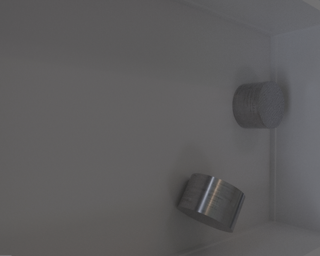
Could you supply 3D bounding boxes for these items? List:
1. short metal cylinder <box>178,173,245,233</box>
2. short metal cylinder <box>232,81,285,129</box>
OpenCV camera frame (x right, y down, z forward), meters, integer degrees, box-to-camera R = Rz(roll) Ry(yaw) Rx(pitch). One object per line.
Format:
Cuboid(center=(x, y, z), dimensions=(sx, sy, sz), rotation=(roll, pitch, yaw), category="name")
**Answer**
Cuboid(center=(0.071, 0.104, 0.431), dimensions=(0.080, 0.080, 0.050), rotation=(40, 66, -33), category="short metal cylinder")
Cuboid(center=(0.170, -0.039, 0.532), dimensions=(0.081, 0.050, 0.080), rotation=(0, 90, -40), category="short metal cylinder")
